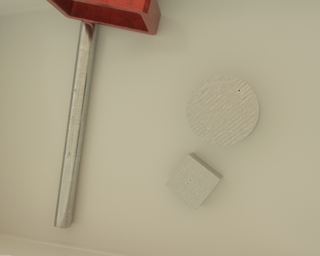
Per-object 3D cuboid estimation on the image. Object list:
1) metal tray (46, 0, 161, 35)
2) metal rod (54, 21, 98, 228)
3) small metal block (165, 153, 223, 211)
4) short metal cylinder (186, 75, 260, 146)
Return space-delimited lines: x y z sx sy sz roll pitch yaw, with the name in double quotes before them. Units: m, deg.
"metal tray" -0.069 -0.154 0.383 0.131 0.090 0.030 13 92 5
"metal rod" -0.123 -0.003 0.452 0.025 0.025 0.298 9 93 19
"small metal block" 0.044 0.067 0.395 0.050 0.025 0.050 38 102 15
"short metal cylinder" 0.077 -0.020 0.370 0.080 0.050 0.079 0 90 19
